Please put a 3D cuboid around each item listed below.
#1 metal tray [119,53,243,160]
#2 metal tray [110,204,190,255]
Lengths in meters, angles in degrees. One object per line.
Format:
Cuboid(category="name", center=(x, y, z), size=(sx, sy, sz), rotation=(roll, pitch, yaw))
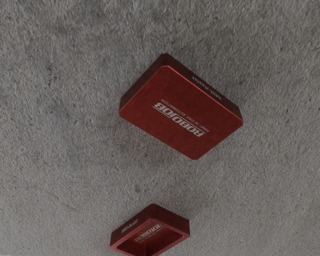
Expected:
Cuboid(category="metal tray", center=(0.027, -0.020, 0.387), size=(0.131, 0.030, 0.090), rotation=(32, 123, -25))
Cuboid(category="metal tray", center=(-0.019, 0.196, 0.570), size=(0.090, 0.030, 0.129), rotation=(32, 123, -25))
